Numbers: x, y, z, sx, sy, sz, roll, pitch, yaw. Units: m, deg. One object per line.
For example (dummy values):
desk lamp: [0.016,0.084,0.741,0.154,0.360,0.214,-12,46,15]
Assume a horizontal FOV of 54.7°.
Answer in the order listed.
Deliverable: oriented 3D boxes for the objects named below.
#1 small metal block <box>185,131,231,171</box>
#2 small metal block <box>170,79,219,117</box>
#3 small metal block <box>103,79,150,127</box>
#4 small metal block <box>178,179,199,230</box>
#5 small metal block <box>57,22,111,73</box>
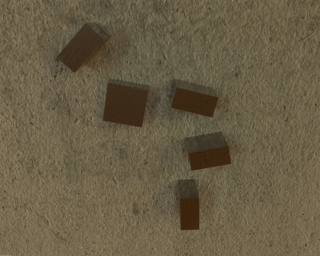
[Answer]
small metal block: [0.062,0.029,0.408,0.050,0.050,0.025,-10,110,4]
small metal block: [0.040,-0.038,0.383,0.050,0.050,0.025,13,110,-5]
small metal block: [-0.043,-0.032,0.397,0.050,0.025,0.050,10,110,-4]
small metal block: [0.040,0.107,0.436,0.025,0.050,0.050,-2,110,1]
small metal block: [-0.087,-0.095,0.360,0.025,0.050,0.050,43,105,-14]
